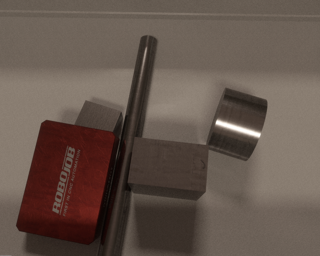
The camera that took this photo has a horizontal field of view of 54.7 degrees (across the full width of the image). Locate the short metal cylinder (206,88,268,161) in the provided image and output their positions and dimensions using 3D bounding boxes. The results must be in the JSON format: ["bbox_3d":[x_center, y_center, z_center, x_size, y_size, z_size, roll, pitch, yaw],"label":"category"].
[{"bbox_3d":[0.093,-0.005,0.383,0.050,0.080,0.080,18,71,6],"label":"short metal cylinder"}]

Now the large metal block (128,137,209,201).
[{"bbox_3d":[0.010,0.051,0.362,0.080,0.080,0.050,6,70,2],"label":"large metal block"}]

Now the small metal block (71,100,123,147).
[{"bbox_3d":[-0.082,-0.003,0.410,0.050,0.025,0.050,18,71,6],"label":"small metal block"}]

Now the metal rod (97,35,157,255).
[{"bbox_3d":[-0.038,0.010,0.405,0.025,0.025,0.299,8,70,2],"label":"metal rod"}]

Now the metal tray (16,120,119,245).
[{"bbox_3d":[-0.107,0.062,0.369,0.091,0.030,0.129,10,82,3],"label":"metal tray"}]
